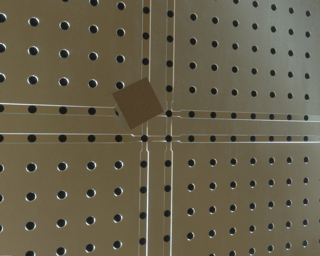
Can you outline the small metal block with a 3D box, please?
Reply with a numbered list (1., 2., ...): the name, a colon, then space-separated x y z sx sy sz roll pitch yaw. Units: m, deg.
1. small metal block: -0.031 -0.031 0.401 0.050 0.025 0.050 -30 100 -18
